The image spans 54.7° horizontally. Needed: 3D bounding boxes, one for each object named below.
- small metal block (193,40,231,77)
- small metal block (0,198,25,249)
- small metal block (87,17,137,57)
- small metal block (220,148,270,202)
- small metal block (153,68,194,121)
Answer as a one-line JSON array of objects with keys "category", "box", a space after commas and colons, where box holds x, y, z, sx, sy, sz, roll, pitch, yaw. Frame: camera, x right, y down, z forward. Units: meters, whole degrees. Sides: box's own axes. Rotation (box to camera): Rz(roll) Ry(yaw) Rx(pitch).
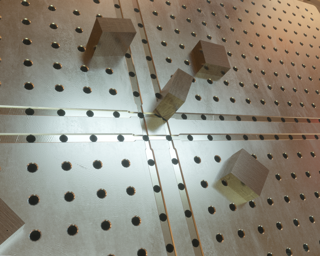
[{"category": "small metal block", "box": [0.088, -0.119, 0.530, 0.050, 0.025, 0.050, 6, 59, -26]}, {"category": "small metal block", "box": [-0.157, 0.087, 0.271, 0.050, 0.025, 0.050, 44, 51, 2]}, {"category": "small metal block", "box": [-0.068, -0.127, 0.434, 0.050, 0.050, 0.025, -10, 67, -33]}, {"category": "small metal block", "box": [0.120, 0.065, 0.435, 0.050, 0.025, 0.050, 40, 51, -2]}, {"category": "small metal block", "box": [0.018, -0.047, 0.432, 0.025, 0.050, 0.050, 29, 52, -10]}]
